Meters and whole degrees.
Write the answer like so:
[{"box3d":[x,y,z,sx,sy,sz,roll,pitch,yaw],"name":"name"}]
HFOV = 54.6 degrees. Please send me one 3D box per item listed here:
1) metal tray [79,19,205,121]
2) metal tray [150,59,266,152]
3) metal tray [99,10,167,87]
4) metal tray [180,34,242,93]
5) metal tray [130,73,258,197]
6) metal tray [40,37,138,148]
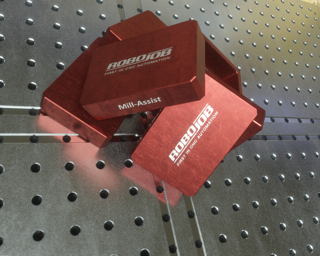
[{"box3d":[-0.018,-0.062,0.339,0.030,0.130,0.090,54,33,-49],"name":"metal tray"},{"box3d":[0.059,-0.024,0.411,0.130,0.090,0.030,33,51,-7],"name":"metal tray"},{"box3d":[-0.016,-0.116,0.443,0.090,0.030,0.131,42,37,-4],"name":"metal tray"},{"box3d":[0.076,-0.080,0.463,0.130,0.030,0.090,32,48,-36],"name":"metal tray"},{"box3d":[0.037,0.005,0.363,0.090,0.130,0.030,34,13,-6],"name":"metal tray"},{"box3d":[-0.075,-0.049,0.394,0.090,0.030,0.130,34,51,-7],"name":"metal tray"}]
